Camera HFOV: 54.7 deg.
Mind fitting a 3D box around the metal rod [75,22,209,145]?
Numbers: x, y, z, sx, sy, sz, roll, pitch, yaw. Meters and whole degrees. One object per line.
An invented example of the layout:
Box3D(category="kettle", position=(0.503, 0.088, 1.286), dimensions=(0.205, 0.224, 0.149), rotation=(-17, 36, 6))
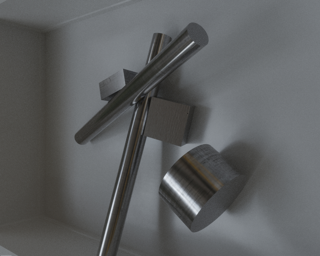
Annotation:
Box3D(category="metal rod", position=(-0.047, -0.035, 0.397), dimensions=(0.299, 0.025, 0.025), rotation=(-32, 70, 50))

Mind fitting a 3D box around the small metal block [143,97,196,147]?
Box3D(category="small metal block", position=(0.012, -0.009, 0.386), dimensions=(0.050, 0.025, 0.050), rotation=(16, 101, 19))

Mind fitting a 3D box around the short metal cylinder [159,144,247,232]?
Box3D(category="short metal cylinder", position=(0.046, 0.064, 0.332), dimensions=(0.050, 0.081, 0.080), rotation=(43, 116, 31))

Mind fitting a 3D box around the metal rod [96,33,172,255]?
Box3D(category="metal rod", position=(-0.033, 0.026, 0.400), dimensions=(0.025, 0.025, 0.298), rotation=(13, 89, 39))

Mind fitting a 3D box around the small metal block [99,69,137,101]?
Box3D(category="small metal block", position=(-0.047, -0.055, 0.426), dimensions=(0.050, 0.050, 0.025), rotation=(-21, 72, 38))
